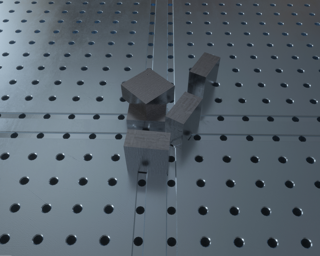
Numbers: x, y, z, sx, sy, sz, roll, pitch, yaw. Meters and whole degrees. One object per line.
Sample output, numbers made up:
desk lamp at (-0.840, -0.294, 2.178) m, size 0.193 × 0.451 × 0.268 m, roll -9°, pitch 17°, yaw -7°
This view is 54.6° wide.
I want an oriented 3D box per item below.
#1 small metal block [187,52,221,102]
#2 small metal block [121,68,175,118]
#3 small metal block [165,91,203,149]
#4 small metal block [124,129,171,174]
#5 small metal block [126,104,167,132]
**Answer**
small metal block at (0.064, -0.074, 0.454) m, size 0.025 × 0.050 × 0.050 m, roll 24°, pitch 54°, yaw 19°
small metal block at (-0.016, -0.048, 0.416) m, size 0.050 × 0.025 × 0.050 m, roll -36°, pitch 58°, yaw -26°
small metal block at (0.030, -0.010, 0.400) m, size 0.025 × 0.050 × 0.050 m, roll 25°, pitch 55°, yaw 20°
small metal block at (-0.014, 0.029, 0.368) m, size 0.050 × 0.050 × 0.025 m, roll 5°, pitch 50°, yaw 4°
small metal block at (-0.017, -0.021, 0.425) m, size 0.050 × 0.025 × 0.050 m, roll 3°, pitch 50°, yaw 2°
